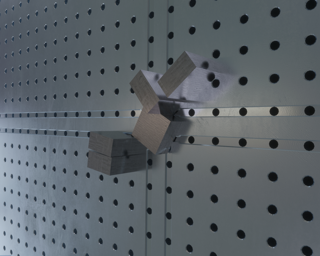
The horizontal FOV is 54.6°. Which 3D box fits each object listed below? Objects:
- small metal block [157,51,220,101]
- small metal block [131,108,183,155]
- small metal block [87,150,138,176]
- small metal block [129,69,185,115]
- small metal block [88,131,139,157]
[{"bbox_3d":[0.034,-0.060,0.366,0.050,0.050,0.025,-45,63,31],"label":"small metal block"},{"bbox_3d":[-0.005,0.000,0.415,0.050,0.025,0.050,37,113,33],"label":"small metal block"},{"bbox_3d":[-0.069,0.048,0.451,0.050,0.050,0.025,11,97,39],"label":"small metal block"},{"bbox_3d":[-0.004,-0.045,0.397,0.025,0.050,0.050,-46,63,30],"label":"small metal block"},{"bbox_3d":[-0.067,0.022,0.450,0.050,0.050,0.025,15,100,39],"label":"small metal block"}]
